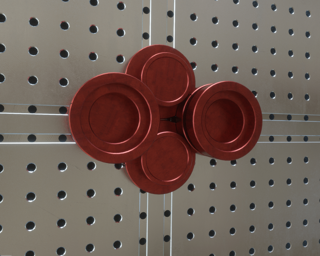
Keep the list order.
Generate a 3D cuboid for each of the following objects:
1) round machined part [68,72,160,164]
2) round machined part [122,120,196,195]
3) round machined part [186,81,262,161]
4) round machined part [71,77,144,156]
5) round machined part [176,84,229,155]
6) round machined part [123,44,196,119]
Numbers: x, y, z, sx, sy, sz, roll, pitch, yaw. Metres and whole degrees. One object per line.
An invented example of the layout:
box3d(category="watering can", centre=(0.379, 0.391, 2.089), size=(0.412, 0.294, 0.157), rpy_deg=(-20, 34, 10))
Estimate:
box3d(category="round machined part", centre=(-0.053, -0.011, 0.349), size=(0.099, 0.042, 0.097), rpy_deg=(0, 90, -20))
box3d(category="round machined part", centre=(0.003, 0.038, 0.404), size=(0.099, 0.042, 0.097), rpy_deg=(0, 90, -20))
box3d(category="round machined part", centre=(0.078, -0.009, 0.397), size=(0.099, 0.042, 0.097), rpy_deg=(0, 90, -20))
box3d(category="round machined part", centre=(-0.061, -0.011, 0.380), size=(0.099, 0.042, 0.097), rpy_deg=(0, 90, -20))
box3d(category="round machined part", centre=(0.067, -0.010, 0.427), size=(0.099, 0.042, 0.097), rpy_deg=(0, 90, -20))
box3d(category="round machined part", centre=(0.003, -0.060, 0.404), size=(0.099, 0.042, 0.097), rpy_deg=(0, 90, -20))
